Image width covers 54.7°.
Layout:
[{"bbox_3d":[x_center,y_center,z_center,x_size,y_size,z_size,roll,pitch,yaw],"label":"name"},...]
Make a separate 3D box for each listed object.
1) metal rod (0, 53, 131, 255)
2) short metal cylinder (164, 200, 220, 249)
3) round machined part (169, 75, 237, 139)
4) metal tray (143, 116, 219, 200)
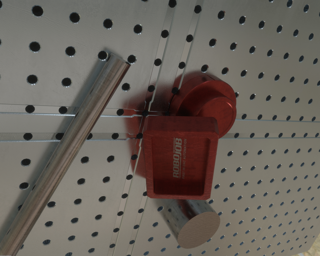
[{"bbox_3d":[-0.123,0.046,0.373,0.025,0.025,0.299,24,105,-37],"label":"metal rod"},{"bbox_3d":[0.054,0.155,0.523,0.081,0.050,0.079,-14,125,-21],"label":"short metal cylinder"},{"bbox_3d":[0.065,-0.020,0.426,0.099,0.042,0.097,-14,124,-21],"label":"round machined part"},{"bbox_3d":[0.026,0.044,0.416,0.091,0.030,0.129,1,130,3],"label":"metal tray"}]
